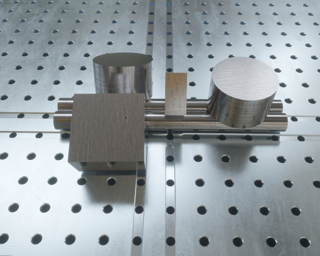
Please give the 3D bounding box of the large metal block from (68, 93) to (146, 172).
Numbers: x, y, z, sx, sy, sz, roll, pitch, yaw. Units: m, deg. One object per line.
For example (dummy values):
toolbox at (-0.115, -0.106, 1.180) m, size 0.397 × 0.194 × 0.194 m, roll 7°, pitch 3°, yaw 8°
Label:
large metal block at (-0.057, 0.006, 0.363) m, size 0.081 × 0.050 × 0.080 m, roll 0°, pitch 70°, yaw -1°

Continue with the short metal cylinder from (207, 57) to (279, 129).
short metal cylinder at (0.103, -0.046, 0.394) m, size 0.081 × 0.050 × 0.080 m, roll 0°, pitch 50°, yaw 0°

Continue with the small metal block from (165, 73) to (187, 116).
small metal block at (0.019, -0.043, 0.386) m, size 0.025 × 0.050 × 0.050 m, roll 1°, pitch 8°, yaw 0°

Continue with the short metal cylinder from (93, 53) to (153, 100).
short metal cylinder at (-0.050, -0.070, 0.427) m, size 0.081 × 0.050 × 0.080 m, roll 1°, pitch 26°, yaw 0°

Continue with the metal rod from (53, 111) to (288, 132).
metal rod at (0.014, -0.009, 0.411) m, size 0.302 × 0.025 × 0.025 m, roll 1°, pitch 50°, yaw 0°

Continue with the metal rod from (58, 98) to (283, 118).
metal rod at (0.014, -0.028, 0.427) m, size 0.302 × 0.025 × 0.025 m, roll 1°, pitch 50°, yaw 0°
